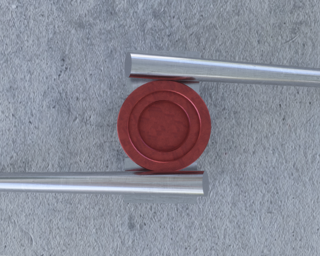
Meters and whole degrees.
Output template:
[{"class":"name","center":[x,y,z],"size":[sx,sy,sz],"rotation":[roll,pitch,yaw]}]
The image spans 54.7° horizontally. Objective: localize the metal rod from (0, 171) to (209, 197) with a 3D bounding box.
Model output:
[{"class":"metal rod","center":[-0.095,0.063,0.354],"size":[0.301,0.025,0.025],"rotation":[-4,90,22]}]

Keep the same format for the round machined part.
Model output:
[{"class":"round machined part","center":[0.004,-0.002,0.344],"size":[0.099,0.042,0.097],"rotation":[0,90,-1]}]

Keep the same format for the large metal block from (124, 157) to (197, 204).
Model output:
[{"class":"large metal block","center":[0.001,0.059,0.384],"size":[0.081,0.080,0.050],"rotation":[1,90,-1]}]

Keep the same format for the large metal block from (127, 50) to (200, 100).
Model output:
[{"class":"large metal block","center":[0.004,-0.061,0.384],"size":[0.081,0.080,0.050],"rotation":[1,90,-1]}]

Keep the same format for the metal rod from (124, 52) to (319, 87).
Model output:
[{"class":"metal rod","center":[0.109,-0.063,0.359],"size":[0.303,0.025,0.025],"rotation":[-1,90,-22]}]
